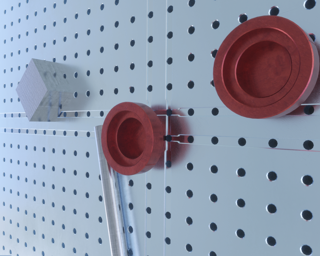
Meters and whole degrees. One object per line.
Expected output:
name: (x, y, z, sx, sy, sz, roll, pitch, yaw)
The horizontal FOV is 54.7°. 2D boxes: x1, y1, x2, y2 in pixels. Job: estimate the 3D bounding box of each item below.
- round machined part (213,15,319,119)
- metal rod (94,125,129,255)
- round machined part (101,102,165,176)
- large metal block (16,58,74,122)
round machined part: (0.107, -0.058, 0.310, 0.098, 0.042, 0.097, 0, 90, 40)
metal rod: (-0.066, 0.143, 0.464, 0.025, 0.025, 0.298, -16, 80, 39)
round machined part: (-0.032, 0.014, 0.425, 0.098, 0.042, 0.097, 0, 90, 39)
large metal block: (-0.214, -0.068, 0.570, 0.080, 0.050, 0.080, -48, 62, 29)
